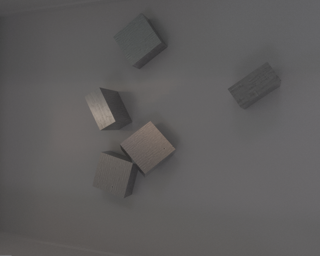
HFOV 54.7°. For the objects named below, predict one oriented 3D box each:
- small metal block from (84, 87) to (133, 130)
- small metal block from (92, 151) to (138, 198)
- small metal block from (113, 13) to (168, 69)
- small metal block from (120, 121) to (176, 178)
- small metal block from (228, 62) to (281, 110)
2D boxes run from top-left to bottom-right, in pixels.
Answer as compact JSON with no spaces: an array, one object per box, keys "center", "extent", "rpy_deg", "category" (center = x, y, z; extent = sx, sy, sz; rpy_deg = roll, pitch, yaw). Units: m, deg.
[{"center":[-0.069,-0.025,0.422],"extent":[0.025,0.050,0.050],"rpy_deg":[-29,81,18],"category":"small metal block"},{"center":[-0.061,0.064,0.432],"extent":[0.050,0.025,0.050],"rpy_deg":[17,96,19],"category":"small metal block"},{"center":[-0.027,-0.117,0.420],"extent":[0.050,0.025,0.050],"rpy_deg":[-35,79,16],"category":"small metal block"},{"center":[-0.016,0.028,0.405],"extent":[0.050,0.025,0.050],"rpy_deg":[-38,76,-15],"category":"small metal block"},{"center":[0.110,-0.047,0.358],"extent":[0.050,0.050,0.025],"rpy_deg":[-35,79,16],"category":"small metal block"}]
